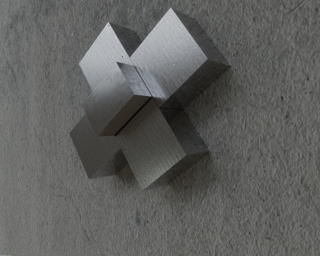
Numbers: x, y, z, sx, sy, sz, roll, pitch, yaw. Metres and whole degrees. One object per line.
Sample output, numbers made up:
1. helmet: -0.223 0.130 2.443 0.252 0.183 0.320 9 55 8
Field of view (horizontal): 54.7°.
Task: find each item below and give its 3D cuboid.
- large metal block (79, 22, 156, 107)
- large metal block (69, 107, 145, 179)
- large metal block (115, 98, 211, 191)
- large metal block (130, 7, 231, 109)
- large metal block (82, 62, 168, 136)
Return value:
1. large metal block: -0.059 -0.085 0.435 0.080 0.050 0.080 -44 64 31
2. large metal block: -0.077 0.017 0.451 0.080 0.050 0.080 -44 64 31
3. large metal block: 0.001 0.020 0.386 0.080 0.050 0.080 -44 64 31
4. large metal block: 0.022 -0.079 0.370 0.080 0.050 0.080 -44 64 31
5. large metal block: -0.039 -0.033 0.400 0.080 0.081 0.050 -44 64 31
